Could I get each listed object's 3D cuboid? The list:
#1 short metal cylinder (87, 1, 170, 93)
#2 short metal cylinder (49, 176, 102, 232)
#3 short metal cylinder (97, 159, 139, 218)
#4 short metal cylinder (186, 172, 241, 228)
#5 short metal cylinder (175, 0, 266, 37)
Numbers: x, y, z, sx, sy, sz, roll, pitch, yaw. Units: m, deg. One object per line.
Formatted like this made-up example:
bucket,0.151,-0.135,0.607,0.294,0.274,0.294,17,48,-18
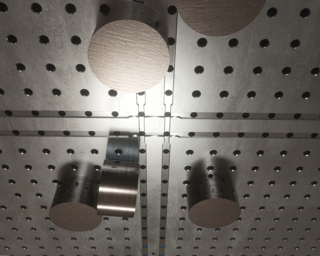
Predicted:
short metal cylinder,-0.031,-0.084,0.324,0.081,0.050,0.079,0,130,0
short metal cylinder,-0.131,0.123,0.498,0.081,0.050,0.079,-1,130,0
short metal cylinder,-0.060,0.087,0.449,0.050,0.080,0.079,7,130,-6
short metal cylinder,0.084,0.117,0.496,0.081,0.050,0.079,0,130,0
short metal cylinder,0.053,-0.132,0.284,0.081,0.050,0.079,0,130,0
